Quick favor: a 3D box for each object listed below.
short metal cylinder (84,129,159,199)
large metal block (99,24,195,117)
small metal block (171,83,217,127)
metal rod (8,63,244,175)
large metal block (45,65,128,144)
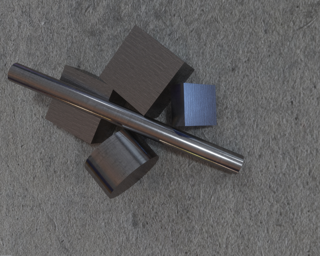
[{"bbox_3d":[-0.048,0.045,0.397,0.080,0.080,0.050,-46,76,14],"label":"short metal cylinder"},{"bbox_3d":[-0.016,-0.071,0.400,0.080,0.050,0.080,41,103,15],"label":"large metal block"},{"bbox_3d":[0.042,-0.027,0.380,0.025,0.050,0.050,-2,89,56],"label":"small metal block"},{"bbox_3d":[-0.043,-0.012,0.381,0.301,0.025,0.025,22,98,2],"label":"metal rod"},{"bbox_3d":[-0.100,-0.032,0.432,0.080,0.050,0.080,26,99,18],"label":"large metal block"}]
